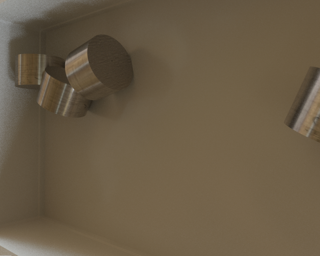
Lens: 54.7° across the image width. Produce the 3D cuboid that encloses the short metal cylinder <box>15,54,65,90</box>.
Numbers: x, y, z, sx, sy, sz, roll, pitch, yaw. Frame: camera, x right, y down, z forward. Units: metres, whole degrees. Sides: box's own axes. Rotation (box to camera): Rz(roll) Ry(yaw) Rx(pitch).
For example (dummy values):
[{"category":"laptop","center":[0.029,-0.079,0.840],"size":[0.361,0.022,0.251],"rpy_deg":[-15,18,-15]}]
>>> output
[{"category":"short metal cylinder","center":[-0.208,-0.096,0.539],"size":[0.080,0.081,0.050],"rpy_deg":[1,91,39]}]

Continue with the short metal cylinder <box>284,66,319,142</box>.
[{"category":"short metal cylinder","center":[0.149,-0.012,0.247],"size":[0.080,0.081,0.050],"rpy_deg":[31,109,35]}]

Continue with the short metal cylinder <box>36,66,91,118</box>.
[{"category":"short metal cylinder","center":[-0.147,-0.058,0.490],"size":[0.080,0.081,0.050],"rpy_deg":[37,113,33]}]

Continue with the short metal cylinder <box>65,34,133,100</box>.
[{"category":"short metal cylinder","center":[-0.085,-0.084,0.439],"size":[0.050,0.081,0.080],"rpy_deg":[-17,80,38]}]
